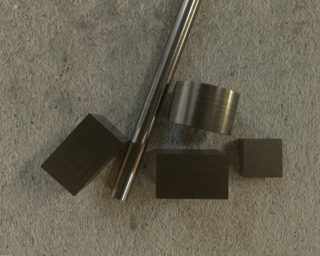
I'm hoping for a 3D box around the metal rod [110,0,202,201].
[{"bbox_3d":[-0.003,-0.049,0.409,0.025,0.025,0.299,20,90,0],"label":"metal rod"}]

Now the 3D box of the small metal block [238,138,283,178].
[{"bbox_3d":[0.133,0.039,0.411,0.050,0.025,0.050,0,90,0],"label":"small metal block"}]

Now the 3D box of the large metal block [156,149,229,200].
[{"bbox_3d":[0.036,0.054,0.383,0.081,0.080,0.050,1,90,0],"label":"large metal block"}]

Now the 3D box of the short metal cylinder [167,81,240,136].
[{"bbox_3d":[0.053,-0.024,0.383,0.080,0.080,0.050,13,90,0],"label":"short metal cylinder"}]

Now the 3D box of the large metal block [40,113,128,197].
[{"bbox_3d":[-0.087,0.029,0.382,0.050,0.080,0.080,42,90,0],"label":"large metal block"}]
